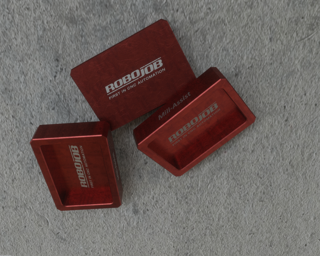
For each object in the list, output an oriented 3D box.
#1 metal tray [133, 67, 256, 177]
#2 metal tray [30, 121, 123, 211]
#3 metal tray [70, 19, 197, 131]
[{"bbox_3d":[0.043,-0.003,0.388,0.130,0.030,0.090,-39,130,13],"label":"metal tray"},{"bbox_3d":[-0.103,0.054,0.406,0.091,0.030,0.129,-4,126,1],"label":"metal tray"},{"bbox_3d":[-0.030,-0.064,0.383,0.130,0.030,0.090,-27,108,9],"label":"metal tray"}]
